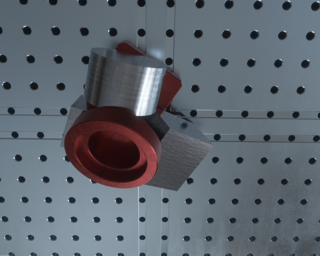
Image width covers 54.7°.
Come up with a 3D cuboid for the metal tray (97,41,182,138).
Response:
[{"bbox_3d":[-0.045,-0.033,0.398,0.090,0.030,0.129,33,106,-12],"label":"metal tray"}]

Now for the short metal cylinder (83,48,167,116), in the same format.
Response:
[{"bbox_3d":[-0.037,-0.051,0.332,0.081,0.080,0.050,13,110,-5],"label":"short metal cylinder"}]

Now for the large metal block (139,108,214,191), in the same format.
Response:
[{"bbox_3d":[0.006,0.028,0.391,0.080,0.050,0.080,21,112,-41],"label":"large metal block"}]

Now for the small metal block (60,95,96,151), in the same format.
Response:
[{"bbox_3d":[-0.092,-0.006,0.363,0.025,0.050,0.050,18,109,-7],"label":"small metal block"}]

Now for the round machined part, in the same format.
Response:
[{"bbox_3d":[-0.047,0.017,0.330,0.098,0.042,0.097,7,131,8],"label":"round machined part"}]
